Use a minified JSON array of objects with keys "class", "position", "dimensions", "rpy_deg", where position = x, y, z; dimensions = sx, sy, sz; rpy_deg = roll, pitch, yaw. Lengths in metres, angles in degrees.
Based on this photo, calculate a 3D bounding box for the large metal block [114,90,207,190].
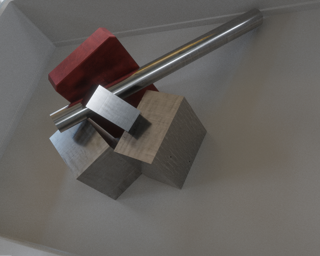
[{"class":"large metal block","position":[0.005,0.014,0.357],"dimensions":[0.050,0.080,0.080],"rpy_deg":[14,69,33]}]

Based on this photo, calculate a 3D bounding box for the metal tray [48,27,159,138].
[{"class":"metal tray","position":[-0.064,-0.052,0.399],"dimensions":[0.090,0.130,0.030],"rpy_deg":[-43,50,0]}]

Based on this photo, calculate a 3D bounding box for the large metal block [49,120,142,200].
[{"class":"large metal block","position":[-0.079,0.035,0.389],"dimensions":[0.050,0.080,0.080],"rpy_deg":[-45,51,-3]}]

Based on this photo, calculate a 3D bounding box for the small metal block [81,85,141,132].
[{"class":"small metal block","position":[-0.055,-0.023,0.334],"dimensions":[0.025,0.050,0.050],"rpy_deg":[-59,21,-4]}]

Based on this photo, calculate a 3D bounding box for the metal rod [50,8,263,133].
[{"class":"metal rod","position":[0.007,-0.079,0.390],"dimensions":[0.302,0.025,0.025],"rpy_deg":[-30,50,-14]}]
